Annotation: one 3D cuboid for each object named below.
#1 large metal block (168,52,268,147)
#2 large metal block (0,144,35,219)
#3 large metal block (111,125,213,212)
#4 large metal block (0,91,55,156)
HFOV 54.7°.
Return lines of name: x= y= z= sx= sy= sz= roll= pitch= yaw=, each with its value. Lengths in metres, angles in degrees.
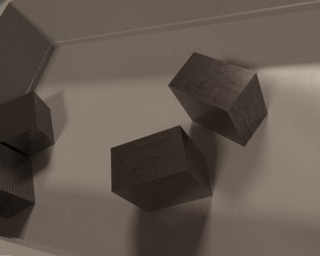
large metal block: x=0.068 y=-0.032 z=0.354 sx=0.080 sy=0.080 sz=0.050 roll=30 pitch=78 yaw=37
large metal block: x=-0.231 y=0.074 z=0.444 sx=0.050 sy=0.080 sz=0.080 roll=-31 pitch=52 yaw=8
large metal block: x=0.003 y=0.049 z=0.338 sx=0.080 sy=0.080 sz=0.050 roll=-19 pitch=55 yaw=17
large metal block: x=-0.223 y=-0.002 z=0.496 sx=0.080 sy=0.050 sz=0.080 roll=-23 pitch=53 yaw=1
